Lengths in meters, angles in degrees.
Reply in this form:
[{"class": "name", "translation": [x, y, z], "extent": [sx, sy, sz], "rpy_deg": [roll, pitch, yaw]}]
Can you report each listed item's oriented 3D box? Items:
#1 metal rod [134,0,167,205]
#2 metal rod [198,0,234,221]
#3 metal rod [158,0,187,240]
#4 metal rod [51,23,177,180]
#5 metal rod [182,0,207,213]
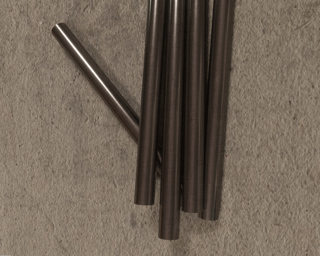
[{"class": "metal rod", "translation": [-0.010, -0.055, 0.394], "extent": [0.025, 0.025, 0.298], "rpy_deg": [2, 84, 19]}, {"class": "metal rod", "translation": [0.070, -0.037, 0.383], "extent": [0.025, 0.025, 0.298], "rpy_deg": [4, 91, 19]}, {"class": "metal rod", "translation": [0.017, -0.018, 0.384], "extent": [0.025, 0.025, 0.298], "rpy_deg": [0, 83, 19]}, {"class": "metal rod", "translation": [-0.058, -0.032, 0.428], "extent": [0.025, 0.025, 0.300], "rpy_deg": [-42, 77, 15]}, {"class": "metal rod", "translation": [0.043, -0.049, 0.382], "extent": [0.025, 0.025, 0.298], "rpy_deg": [0, 86, 19]}]
